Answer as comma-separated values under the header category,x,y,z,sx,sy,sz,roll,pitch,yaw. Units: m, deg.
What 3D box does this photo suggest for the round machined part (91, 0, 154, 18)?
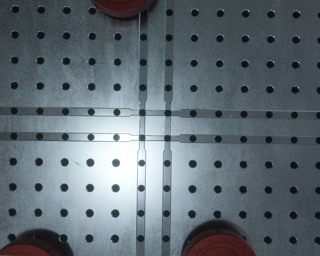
category,x,y,z,sx,sy,sz,roll,pitch,yaw
round machined part,-0.049,-0.193,0.404,0.099,0.042,0.097,0,90,-1

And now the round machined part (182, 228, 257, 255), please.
category,x,y,z,sx,sy,sz,roll,pitch,yaw
round machined part,0.076,0.180,0.406,0.099,0.042,0.097,0,90,-1

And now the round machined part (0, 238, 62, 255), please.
category,x,y,z,sx,sy,sz,roll,pitch,yaw
round machined part,-0.170,0.191,0.403,0.099,0.042,0.097,0,90,-1
